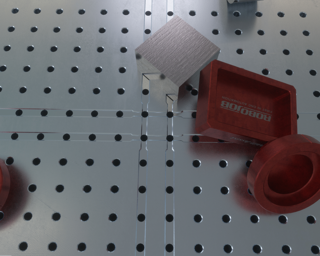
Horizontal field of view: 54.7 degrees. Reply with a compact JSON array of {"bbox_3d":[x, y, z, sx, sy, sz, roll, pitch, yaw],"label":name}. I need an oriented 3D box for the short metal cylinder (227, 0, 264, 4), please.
[{"bbox_3d":[0.132,-0.233,0.469,0.050,0.080,0.080,-7,70,-3],"label":"short metal cylinder"}]

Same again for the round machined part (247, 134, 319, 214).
[{"bbox_3d":[0.150,0.050,0.367,0.099,0.097,0.042,-12,27,-4],"label":"round machined part"}]

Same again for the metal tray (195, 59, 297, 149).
[{"bbox_3d":[0.112,-0.025,0.394,0.131,0.030,0.090,14,69,-18],"label":"metal tray"}]

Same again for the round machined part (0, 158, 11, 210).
[{"bbox_3d":[-0.230,0.074,0.374,0.099,0.042,0.098,0,70,0],"label":"round machined part"}]

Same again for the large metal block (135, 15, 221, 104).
[{"bbox_3d":[0.024,-0.096,0.434,0.080,0.050,0.080,43,75,14],"label":"large metal block"}]
